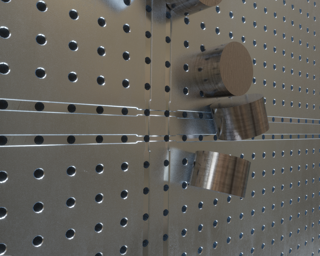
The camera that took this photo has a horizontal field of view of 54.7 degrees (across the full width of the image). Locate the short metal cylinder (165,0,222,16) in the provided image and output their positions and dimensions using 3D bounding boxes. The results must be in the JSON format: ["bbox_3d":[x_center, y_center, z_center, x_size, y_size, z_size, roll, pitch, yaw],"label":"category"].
[{"bbox_3d":[0.046,-0.203,0.431,0.081,0.050,0.079,0,91,-40],"label":"short metal cylinder"}]

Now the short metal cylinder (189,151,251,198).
[{"bbox_3d":[0.085,0.067,0.444,0.080,0.080,0.050,22,77,-38],"label":"short metal cylinder"}]

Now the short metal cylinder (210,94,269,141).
[{"bbox_3d":[0.121,-0.018,0.475,0.081,0.080,0.050,-25,106,-37],"label":"short metal cylinder"}]

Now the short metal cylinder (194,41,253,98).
[{"bbox_3d":[0.098,-0.087,0.474,0.081,0.050,0.079,0,90,-40],"label":"short metal cylinder"}]
